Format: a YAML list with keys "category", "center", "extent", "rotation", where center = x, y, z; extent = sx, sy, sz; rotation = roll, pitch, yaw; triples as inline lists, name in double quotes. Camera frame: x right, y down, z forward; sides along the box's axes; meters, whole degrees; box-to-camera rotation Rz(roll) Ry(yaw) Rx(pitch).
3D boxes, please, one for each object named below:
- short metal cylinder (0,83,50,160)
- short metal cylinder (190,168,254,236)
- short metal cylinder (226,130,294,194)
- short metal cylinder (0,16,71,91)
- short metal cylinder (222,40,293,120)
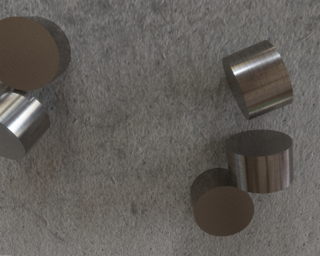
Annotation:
- category: "short metal cylinder"
  center: [-0.182, -0.007, 0.373]
  extent: [0.080, 0.050, 0.080]
  rotation: [15, 138, 14]
- category: "short metal cylinder"
  center: [0.085, 0.103, 0.436]
  extent: [0.081, 0.050, 0.079]
  rotation: [0, 110, -1]
- category: "short metal cylinder"
  center: [0.128, 0.040, 0.397]
  extent: [0.080, 0.080, 0.050]
  rotation: [-9, 110, 3]
- category: "short metal cylinder"
  center: [-0.151, -0.088, 0.362]
  extent: [0.081, 0.050, 0.079]
  rotation: [0, 110, -1]
- category: "short metal cylinder"
  center: [0.112, -0.055, 0.362]
  extent: [0.050, 0.080, 0.080]
  rotation: [-22, 109, 8]
